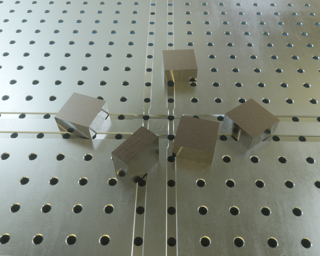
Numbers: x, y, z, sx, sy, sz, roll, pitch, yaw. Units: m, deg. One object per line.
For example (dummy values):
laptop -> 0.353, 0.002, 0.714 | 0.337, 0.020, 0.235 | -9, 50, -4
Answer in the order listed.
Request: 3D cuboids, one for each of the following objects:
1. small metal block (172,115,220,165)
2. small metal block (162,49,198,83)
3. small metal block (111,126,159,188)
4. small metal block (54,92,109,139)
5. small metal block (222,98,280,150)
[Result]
small metal block -> 0.046, 0.014, 0.396 | 0.050, 0.025, 0.050 | 11, 51, 9
small metal block -> 0.030, -0.099, 0.491 | 0.050, 0.025, 0.050 | -2, 50, -2
small metal block -> -0.027, 0.034, 0.363 | 0.025, 0.050, 0.050 | 32, 57, 24
small metal block -> -0.105, -0.018, 0.422 | 0.050, 0.025, 0.050 | 16, 52, 13
small metal block -> 0.120, -0.006, 0.414 | 0.050, 0.025, 0.050 | -29, 56, -22
